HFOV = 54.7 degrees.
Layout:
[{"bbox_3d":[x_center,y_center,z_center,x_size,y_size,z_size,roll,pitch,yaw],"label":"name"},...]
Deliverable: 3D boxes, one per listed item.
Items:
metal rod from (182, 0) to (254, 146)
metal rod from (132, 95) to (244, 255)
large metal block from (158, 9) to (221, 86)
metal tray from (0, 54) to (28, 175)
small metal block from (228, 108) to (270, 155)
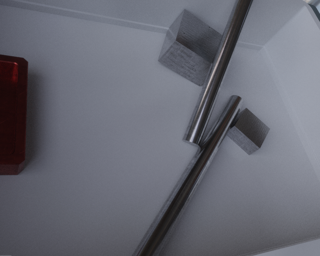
[{"bbox_3d":[0.096,-0.116,0.445,0.025,0.025,0.299,24,80,-14],"label":"metal rod"},{"bbox_3d":[0.051,0.049,0.404,0.025,0.025,0.301,40,51,-2],"label":"metal rod"},{"bbox_3d":[0.051,-0.127,0.491,0.080,0.050,0.080,28,52,-18],"label":"large metal block"},{"bbox_3d":[-0.185,-0.018,0.313,0.091,0.030,0.130,4,60,-27],"label":"metal tray"},{"bbox_3d":[0.135,0.005,0.478,0.050,0.025,0.050,42,51,0],"label":"small metal block"}]
